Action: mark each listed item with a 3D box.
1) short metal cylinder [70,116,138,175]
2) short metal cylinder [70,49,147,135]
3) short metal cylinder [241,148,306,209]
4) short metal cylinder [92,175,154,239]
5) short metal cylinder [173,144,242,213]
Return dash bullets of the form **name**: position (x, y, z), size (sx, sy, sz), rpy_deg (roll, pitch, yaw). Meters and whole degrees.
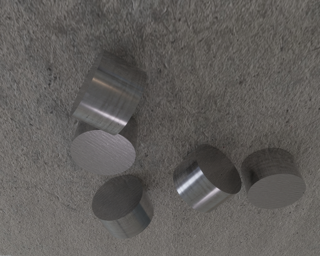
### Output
- **short metal cylinder**: position (-0.071, 0.016, 0.404), size (0.081, 0.050, 0.079), rpy_deg (0, 130, 0)
- **short metal cylinder**: position (-0.057, -0.038, 0.338), size (0.050, 0.080, 0.080), rpy_deg (26, 125, -21)
- **short metal cylinder**: position (0.164, 0.075, 0.456), size (0.081, 0.050, 0.079), rpy_deg (0, 130, 0)
- **short metal cylinder**: position (-0.056, 0.119, 0.472), size (0.080, 0.080, 0.050), rpy_deg (-14, 129, 11)
- **short metal cylinder**: position (0.065, 0.070, 0.431), size (0.080, 0.080, 0.050), rpy_deg (28, 125, -22)
